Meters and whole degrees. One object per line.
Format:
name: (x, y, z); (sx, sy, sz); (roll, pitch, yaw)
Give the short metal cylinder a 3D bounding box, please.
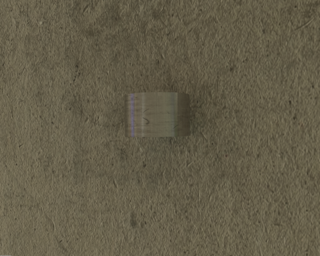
short metal cylinder: (-0.003, -0.015, 0.382); (0.080, 0.080, 0.050); (-1, 90, 19)
